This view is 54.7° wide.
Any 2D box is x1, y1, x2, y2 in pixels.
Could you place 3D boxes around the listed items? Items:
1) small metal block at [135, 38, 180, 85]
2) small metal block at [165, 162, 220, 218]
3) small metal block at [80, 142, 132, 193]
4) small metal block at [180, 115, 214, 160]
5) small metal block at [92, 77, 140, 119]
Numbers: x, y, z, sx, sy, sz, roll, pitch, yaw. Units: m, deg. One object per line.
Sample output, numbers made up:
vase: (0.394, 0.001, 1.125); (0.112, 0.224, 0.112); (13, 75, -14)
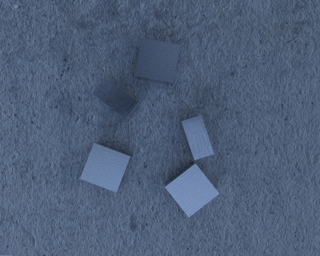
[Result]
small metal block: (-0.003, -0.087, 0.410); (0.050, 0.025, 0.050); (11, 90, 0)
small metal block: (0.041, 0.080, 0.410); (0.050, 0.025, 0.050); (-38, 90, 0)
small metal block: (-0.070, 0.051, 0.409); (0.050, 0.025, 0.050); (21, 90, 0)
small metal block: (0.046, 0.011, 0.398); (0.025, 0.050, 0.050); (-18, 90, 0)
small metal block: (-0.054, -0.036, 0.397); (0.050, 0.050, 0.025); (37, 90, 0)
